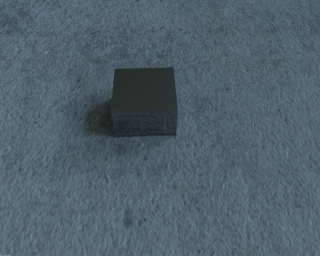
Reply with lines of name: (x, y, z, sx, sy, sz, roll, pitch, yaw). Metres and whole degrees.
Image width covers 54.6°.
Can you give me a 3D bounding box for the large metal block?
large metal block: (-0.020, -0.035, 0.417, 0.080, 0.050, 0.080, -2, 50, -2)
